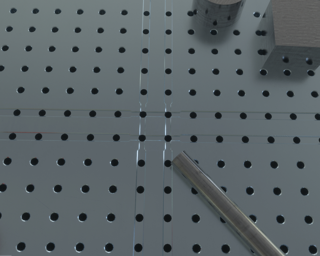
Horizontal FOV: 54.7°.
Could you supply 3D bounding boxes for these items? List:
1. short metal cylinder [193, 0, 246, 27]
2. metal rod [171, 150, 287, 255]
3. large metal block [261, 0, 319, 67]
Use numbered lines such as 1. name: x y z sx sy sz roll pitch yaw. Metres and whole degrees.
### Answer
1. short metal cylinder: 0.092 -0.203 0.474 0.081 0.050 0.080 0 70 0
2. metal rod: 0.124 0.142 0.361 0.025 0.025 0.300 -41 75 -14
3. large metal block: 0.197 -0.138 0.451 0.081 0.050 0.080 3 70 0
